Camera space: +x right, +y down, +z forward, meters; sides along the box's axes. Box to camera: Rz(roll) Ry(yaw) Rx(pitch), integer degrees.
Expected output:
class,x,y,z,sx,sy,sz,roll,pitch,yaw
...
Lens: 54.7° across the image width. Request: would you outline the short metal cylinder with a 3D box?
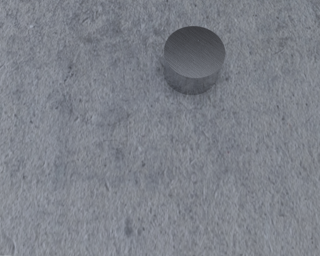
class,x,y,z,sx,sy,sz,roll,pitch,yaw
short metal cylinder,0.045,-0.092,0.429,0.081,0.050,0.080,0,70,0
